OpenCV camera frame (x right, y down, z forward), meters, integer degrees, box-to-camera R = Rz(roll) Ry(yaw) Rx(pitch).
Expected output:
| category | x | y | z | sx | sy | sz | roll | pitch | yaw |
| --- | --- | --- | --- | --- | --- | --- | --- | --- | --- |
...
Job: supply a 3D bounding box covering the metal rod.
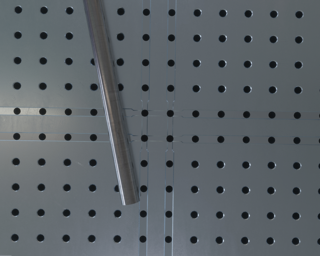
| category | x | y | z | sx | sy | sz | roll | pitch | yaw |
| --- | --- | --- | --- | --- | --- | --- | --- | --- | --- |
| metal rod | -0.067 | -0.048 | 0.412 | 0.025 | 0.025 | 0.299 | -11 | 90 | 0 |
